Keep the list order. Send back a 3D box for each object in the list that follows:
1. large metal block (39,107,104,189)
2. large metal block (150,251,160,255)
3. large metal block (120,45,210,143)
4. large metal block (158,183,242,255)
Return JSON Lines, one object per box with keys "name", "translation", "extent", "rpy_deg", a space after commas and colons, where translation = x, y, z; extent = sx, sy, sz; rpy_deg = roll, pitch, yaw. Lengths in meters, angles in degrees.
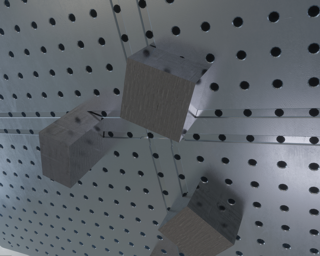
{"name": "large metal block", "translation": [-0.129, 0.027, 0.461], "extent": [0.050, 0.080, 0.079], "rpy_deg": [22, 127, 15]}
{"name": "large metal block", "translation": [0.003, 0.289, 0.573], "extent": [0.080, 0.050, 0.079], "rpy_deg": [24, 127, 14]}
{"name": "large metal block", "translation": [0.004, -0.041, 0.368], "extent": [0.080, 0.050, 0.079], "rpy_deg": [23, 127, 14]}
{"name": "large metal block", "translation": [0.057, 0.140, 0.452], "extent": [0.080, 0.050, 0.080], "rpy_deg": [40, 129, 1]}
